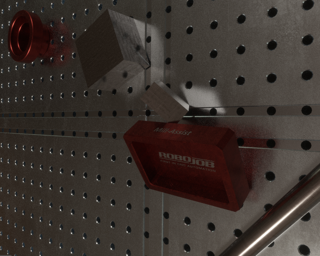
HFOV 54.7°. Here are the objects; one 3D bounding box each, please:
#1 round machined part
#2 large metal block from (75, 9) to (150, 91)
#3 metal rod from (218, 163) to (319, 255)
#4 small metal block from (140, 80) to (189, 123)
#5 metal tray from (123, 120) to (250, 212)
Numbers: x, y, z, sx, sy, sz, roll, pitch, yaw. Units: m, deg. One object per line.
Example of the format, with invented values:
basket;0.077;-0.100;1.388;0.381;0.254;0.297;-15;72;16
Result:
round machined part;-0.253;-0.174;0.603;0.098;0.042;0.097;0;90;39
large metal block;-0.071;-0.109;0.449;0.080;0.050;0.080;-29;72;36
metal rod;0.089;0.133;0.334;0.025;0.025;0.298;50;119;28
small metal block;0.007;-0.031;0.370;0.050;0.050;0.025;40;103;-3
metal tray;0.027;0.040;0.351;0.130;0.030;0.090;6;129;39
